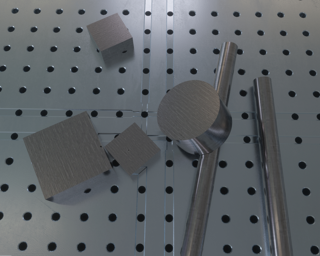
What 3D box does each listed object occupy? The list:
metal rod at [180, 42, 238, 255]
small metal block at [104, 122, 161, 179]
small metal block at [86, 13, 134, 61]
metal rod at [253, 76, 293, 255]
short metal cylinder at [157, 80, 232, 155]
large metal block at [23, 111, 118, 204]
[{"bbox_3d":[0.068,0.018,0.405,0.025,0.025,0.299,12,70,4],"label":"metal rod"},{"bbox_3d":[-0.035,0.030,0.401,0.050,0.025,0.050,-40,75,-13],"label":"small metal block"},{"bbox_3d":[-0.074,-0.136,0.461,0.050,0.025,0.050,-27,72,-10],"label":"small metal block"},{"bbox_3d":[0.142,0.074,0.385,0.025,0.025,0.299,1,70,0],"label":"metal rod"},{"bbox_3d":[0.044,-0.013,0.387,0.080,0.050,0.080,-13,60,24],"label":"short metal cylinder"},{"bbox_3d":[-0.109,0.037,0.384,0.080,0.050,0.080,-25,72,-9],"label":"large metal block"}]
